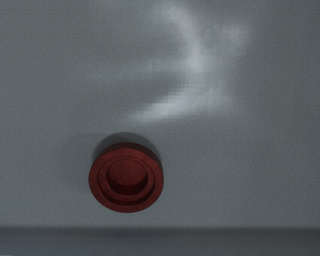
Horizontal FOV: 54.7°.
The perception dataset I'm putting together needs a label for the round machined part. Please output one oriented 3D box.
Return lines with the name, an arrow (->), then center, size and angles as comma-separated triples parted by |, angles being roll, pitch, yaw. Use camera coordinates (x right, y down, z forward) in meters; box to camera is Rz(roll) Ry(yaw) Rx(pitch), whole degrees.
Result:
round machined part -> -0.044, 0.064, 0.425 | 0.099, 0.042, 0.097 | 0, 110, -1
